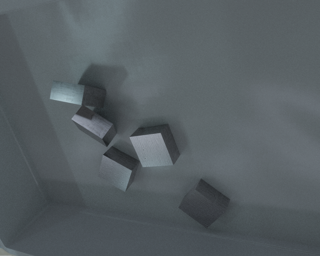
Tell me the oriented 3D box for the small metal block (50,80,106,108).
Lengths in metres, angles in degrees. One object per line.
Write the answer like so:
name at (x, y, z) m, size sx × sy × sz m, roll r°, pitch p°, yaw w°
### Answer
small metal block at (-0.109, -0.045, 0.416) m, size 0.050 × 0.050 × 0.025 m, roll 12°, pitch 93°, yaw 21°

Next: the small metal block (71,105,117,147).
small metal block at (-0.092, -0.002, 0.438) m, size 0.050 × 0.025 × 0.050 m, roll 32°, pitch 165°, yaw 7°

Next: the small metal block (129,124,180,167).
small metal block at (-0.007, 0.025, 0.426) m, size 0.050 × 0.025 × 0.050 m, roll -8°, pitch 115°, yaw 31°

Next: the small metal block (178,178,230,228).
small metal block at (0.063, 0.108, 0.442) m, size 0.050 × 0.025 × 0.050 m, roll 36°, pitch 129°, yaw 4°

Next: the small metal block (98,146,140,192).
small metal block at (-0.064, 0.064, 0.480) m, size 0.050 × 0.025 × 0.050 m, roll 27°, pitch 128°, yaw 10°
